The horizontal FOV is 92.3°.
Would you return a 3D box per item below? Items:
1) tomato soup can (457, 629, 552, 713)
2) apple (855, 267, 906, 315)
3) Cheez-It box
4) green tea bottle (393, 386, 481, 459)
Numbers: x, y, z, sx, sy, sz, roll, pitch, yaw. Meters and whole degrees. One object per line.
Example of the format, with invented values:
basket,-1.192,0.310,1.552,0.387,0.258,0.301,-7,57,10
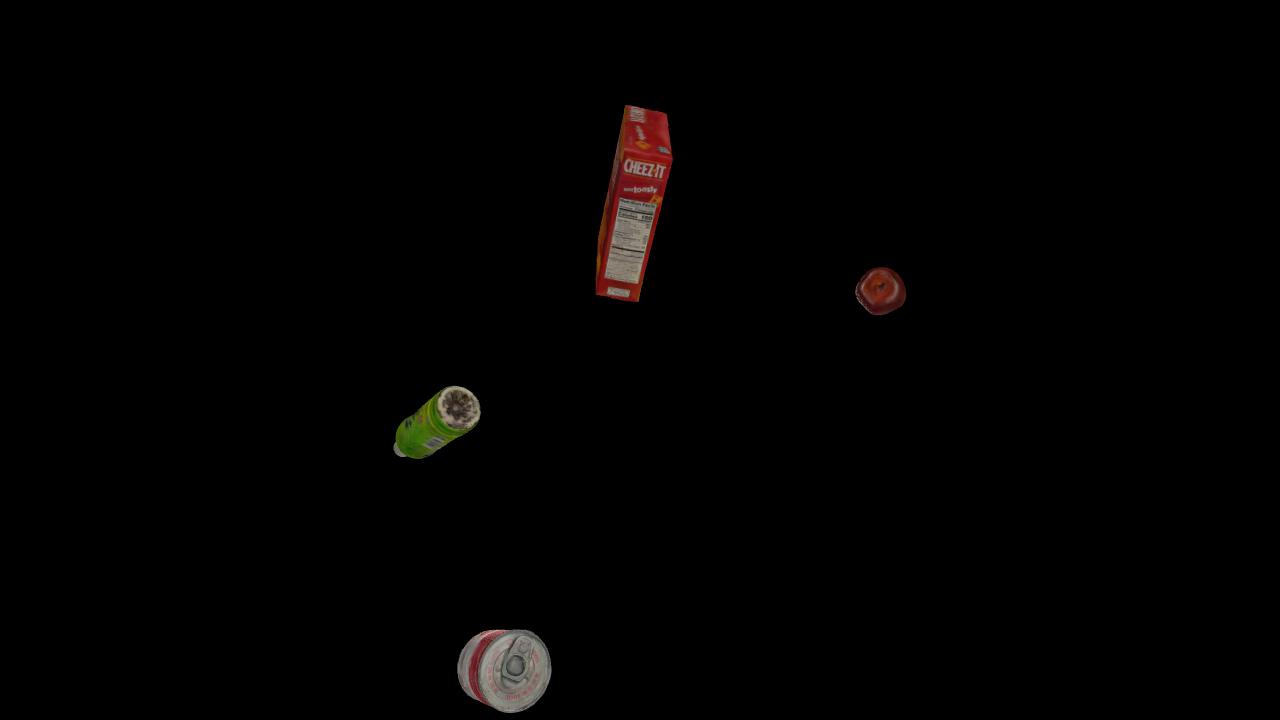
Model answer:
tomato soup can,-0.133,0.295,0.589,0.068,0.068,0.101,0,-22,-28
apple,0.398,-0.112,1.014,0.079,0.079,0.093,0,-7,21
Cheez-It box,-0.013,-0.220,0.871,0.071,0.223,0.166,9,40,-9
green tea bottle,-0.317,0.105,0.923,0.073,0.073,0.212,0,-23,-45
